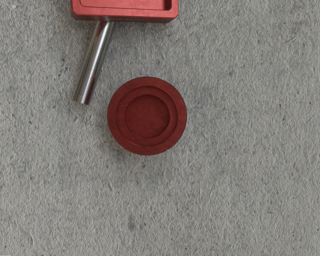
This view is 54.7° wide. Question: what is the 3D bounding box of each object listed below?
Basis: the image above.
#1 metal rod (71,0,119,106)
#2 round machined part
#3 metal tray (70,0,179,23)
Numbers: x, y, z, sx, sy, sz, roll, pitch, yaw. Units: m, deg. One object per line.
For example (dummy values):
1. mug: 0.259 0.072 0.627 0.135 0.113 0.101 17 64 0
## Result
1. metal rod: -0.059 -0.175 0.409 0.025 0.025 0.298 18 90 -1
2. round machined part: -0.016 -0.015 0.401 0.099 0.042 0.097 0 90 -1
3. metal tray: -0.044 -0.180 0.383 0.131 0.030 0.089 -4 97 -18
